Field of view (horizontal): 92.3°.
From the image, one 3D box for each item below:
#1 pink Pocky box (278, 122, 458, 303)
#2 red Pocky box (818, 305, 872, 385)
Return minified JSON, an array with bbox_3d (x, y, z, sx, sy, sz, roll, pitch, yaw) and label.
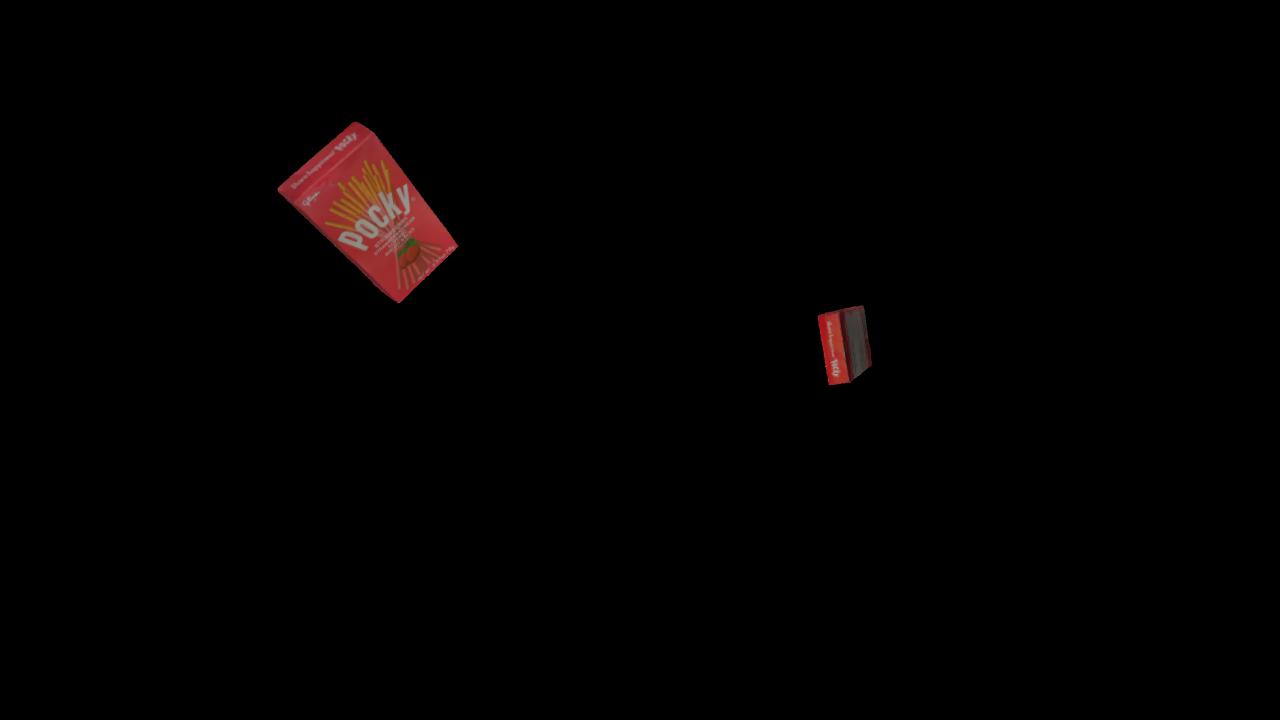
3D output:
[{"bbox_3d":[-0.229,-0.122,0.541,0.029,0.084,0.155,35,-15,24],"label":"pink Pocky box"},{"bbox_3d":[0.252,-0.022,0.750,0.028,0.083,0.155,-7,3,30],"label":"red Pocky box"}]
